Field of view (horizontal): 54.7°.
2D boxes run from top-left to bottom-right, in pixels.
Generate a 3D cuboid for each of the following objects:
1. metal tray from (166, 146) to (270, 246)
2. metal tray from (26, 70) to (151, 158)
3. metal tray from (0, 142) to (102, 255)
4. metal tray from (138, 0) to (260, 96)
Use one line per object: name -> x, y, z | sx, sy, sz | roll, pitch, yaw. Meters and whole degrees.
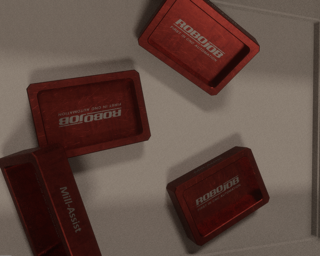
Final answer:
metal tray -> 0.085, 0.093, 0.440 | 0.131, 0.030, 0.090 | -26, 99, -19
metal tray -> -0.084, -0.017, 0.377 | 0.131, 0.030, 0.089 | -12, 94, -20
metal tray -> -0.119, 0.085, 0.330 | 0.030, 0.090, 0.129 | -25, 100, -47
metal tray -> 0.049, -0.112, 0.399 | 0.130, 0.030, 0.090 | 32, 121, -18
